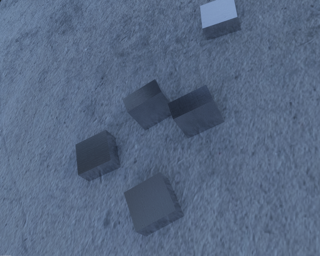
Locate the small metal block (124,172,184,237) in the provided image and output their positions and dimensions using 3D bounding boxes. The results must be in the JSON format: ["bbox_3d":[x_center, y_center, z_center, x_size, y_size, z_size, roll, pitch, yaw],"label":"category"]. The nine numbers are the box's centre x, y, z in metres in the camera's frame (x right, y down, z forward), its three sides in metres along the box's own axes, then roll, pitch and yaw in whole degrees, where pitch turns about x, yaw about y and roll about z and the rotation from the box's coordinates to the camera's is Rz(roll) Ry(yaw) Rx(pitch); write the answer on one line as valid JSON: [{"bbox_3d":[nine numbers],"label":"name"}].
[{"bbox_3d":[-0.008,0.087,0.353,0.050,0.025,0.050,-31,52,8],"label":"small metal block"}]

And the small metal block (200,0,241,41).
[{"bbox_3d":[0.089,-0.163,0.456,0.050,0.025,0.050,-13,56,20],"label":"small metal block"}]

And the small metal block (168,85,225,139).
[{"bbox_3d":[0.045,-0.018,0.375,0.050,0.050,0.025,-26,53,12],"label":"small metal block"}]

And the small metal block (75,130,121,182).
[{"bbox_3d":[-0.085,0.038,0.424,0.050,0.025,0.050,-25,53,12],"label":"small metal block"}]

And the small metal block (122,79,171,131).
[{"bbox_3d":[-0.013,-0.030,0.412,0.050,0.050,0.025,-31,52,8],"label":"small metal block"}]
